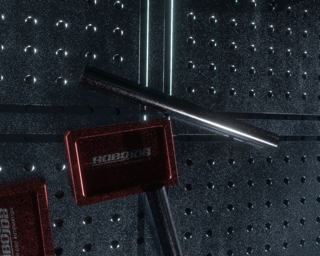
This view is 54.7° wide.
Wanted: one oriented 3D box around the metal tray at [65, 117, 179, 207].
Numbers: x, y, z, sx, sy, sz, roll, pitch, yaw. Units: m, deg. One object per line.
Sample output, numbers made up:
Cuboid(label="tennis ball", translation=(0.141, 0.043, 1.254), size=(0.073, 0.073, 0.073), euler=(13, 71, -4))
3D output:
Cuboid(label="metal tray", translation=(-0.047, 0.039, 0.393), size=(0.131, 0.030, 0.089), euler=(-9, 93, -20))

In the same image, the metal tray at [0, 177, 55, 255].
Cuboid(label="metal tray", translation=(-0.169, 0.128, 0.347), size=(0.091, 0.030, 0.129), euler=(-7, 93, -20))

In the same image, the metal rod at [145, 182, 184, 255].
Cuboid(label="metal rod", translation=(0.031, 0.213, 0.409), size=(0.025, 0.025, 0.298), euler=(-19, 103, -19))

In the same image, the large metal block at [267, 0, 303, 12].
Cuboid(label="large metal block", translation=(0.208, -0.233, 0.462), size=(0.050, 0.080, 0.080), euler=(37, 78, -17))

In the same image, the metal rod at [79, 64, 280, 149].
Cuboid(label="metal rod", translation=(0.040, -0.023, 0.428), size=(0.302, 0.025, 0.025), euler=(18, 84, -20))
